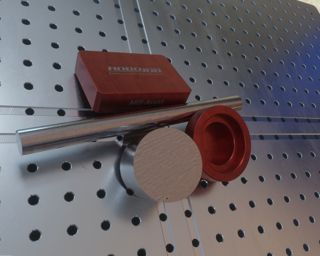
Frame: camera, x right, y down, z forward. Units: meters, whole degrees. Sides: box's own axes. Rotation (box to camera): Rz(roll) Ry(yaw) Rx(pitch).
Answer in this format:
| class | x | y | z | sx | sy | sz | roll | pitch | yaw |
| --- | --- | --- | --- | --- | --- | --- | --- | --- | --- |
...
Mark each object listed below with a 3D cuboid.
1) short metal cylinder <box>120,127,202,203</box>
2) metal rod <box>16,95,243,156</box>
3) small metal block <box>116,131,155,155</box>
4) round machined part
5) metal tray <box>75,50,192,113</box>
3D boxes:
| class | x | y | z | sx | sy | sz | roll | pitch | yaw |
| --- | --- | --- | --- | --- | --- | --- | --- | --- | --- |
| short metal cylinder | 0.000 | 0.043 | 0.352 | 0.081 | 0.050 | 0.080 | 4 | 79 | -22 |
| metal rod | -0.010 | -0.011 | 0.378 | 0.303 | 0.025 | 0.025 | -12 | 68 | -33 |
| small metal block | -0.025 | 0.012 | 0.399 | 0.050 | 0.025 | 0.050 | 17 | 55 | -19 |
| round machined part | 0.070 | 0.021 | 0.409 | 0.099 | 0.042 | 0.097 | 5 | 81 | -32 |
| metal tray | -0.035 | -0.063 | 0.408 | 0.131 | 0.030 | 0.090 | -5 | 46 | -31 |
